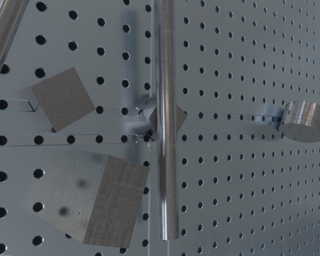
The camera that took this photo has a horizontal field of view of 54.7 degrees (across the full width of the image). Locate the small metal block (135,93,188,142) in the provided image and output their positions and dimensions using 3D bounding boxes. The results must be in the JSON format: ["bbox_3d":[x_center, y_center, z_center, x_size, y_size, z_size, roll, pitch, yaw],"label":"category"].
[{"bbox_3d":[0.003,-0.012,0.411,0.050,0.025,0.050,46,63,-31],"label":"small metal block"}]

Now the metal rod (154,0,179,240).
[{"bbox_3d":[0.008,-0.014,0.383,0.025,0.025,0.298,-2,92,-40],"label":"metal rod"}]

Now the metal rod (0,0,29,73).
[{"bbox_3d":[-0.165,-0.023,0.270,0.025,0.025,0.299,25,75,-37],"label":"metal rod"}]

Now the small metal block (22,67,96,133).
[{"bbox_3d":[-0.104,-0.029,0.322,0.050,0.025,0.050,-37,113,-34],"label":"small metal block"}]

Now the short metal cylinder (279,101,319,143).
[{"bbox_3d":[0.281,-0.011,0.609,0.080,0.080,0.050,36,68,-34],"label":"short metal cylinder"}]

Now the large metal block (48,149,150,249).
[{"bbox_3d":[-0.064,0.069,0.320,0.050,0.080,0.080,24,75,-38],"label":"large metal block"}]
